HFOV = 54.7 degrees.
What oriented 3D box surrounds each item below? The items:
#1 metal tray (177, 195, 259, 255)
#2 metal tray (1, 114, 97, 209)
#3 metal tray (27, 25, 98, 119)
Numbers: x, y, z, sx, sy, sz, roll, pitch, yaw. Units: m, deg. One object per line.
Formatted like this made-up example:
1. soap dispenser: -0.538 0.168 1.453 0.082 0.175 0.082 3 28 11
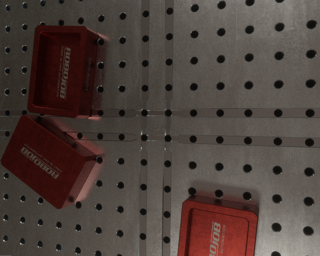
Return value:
1. metal tray: 0.069 0.156 0.384 0.090 0.030 0.129 6 92 19
2. metal tray: -0.170 0.048 0.468 0.130 0.030 0.090 32 100 16
3. metal tray: -0.145 -0.083 0.459 0.090 0.030 0.129 7 92 19
